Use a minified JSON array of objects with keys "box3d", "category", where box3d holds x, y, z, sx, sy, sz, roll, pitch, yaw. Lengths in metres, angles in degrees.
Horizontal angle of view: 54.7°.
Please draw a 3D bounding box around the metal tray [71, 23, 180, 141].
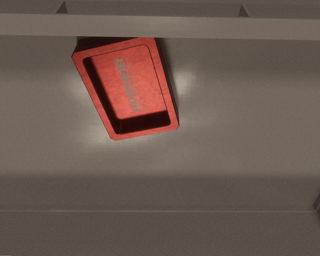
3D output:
[{"box3d":[-0.034,-0.047,0.364,0.090,0.030,0.129,-11,130,9],"category":"metal tray"}]
